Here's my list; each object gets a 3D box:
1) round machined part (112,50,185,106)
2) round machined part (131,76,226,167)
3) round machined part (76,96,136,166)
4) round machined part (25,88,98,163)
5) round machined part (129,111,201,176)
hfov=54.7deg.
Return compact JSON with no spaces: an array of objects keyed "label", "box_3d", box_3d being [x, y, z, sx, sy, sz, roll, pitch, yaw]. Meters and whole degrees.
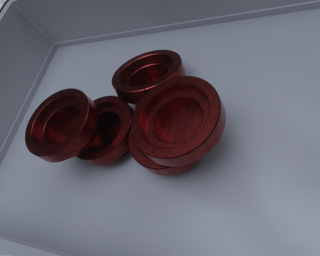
[{"label":"round machined part","box_3d":[-0.013,-0.063,0.426,0.098,0.042,0.098,-13,39,12]},{"label":"round machined part","box_3d":[0.022,-0.004,0.331,0.098,0.042,0.098,-13,56,21]},{"label":"round machined part","box_3d":[-0.073,0.007,0.427,0.098,0.042,0.098,-13,56,21]},{"label":"round machined part","box_3d":[-0.122,0.000,0.403,0.098,0.042,0.098,-13,56,21]},{"label":"round machined part","box_3d":[0.015,0.013,0.378,0.098,0.042,0.098,-13,56,21]}]
